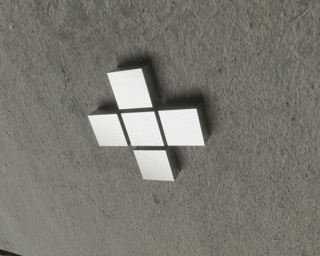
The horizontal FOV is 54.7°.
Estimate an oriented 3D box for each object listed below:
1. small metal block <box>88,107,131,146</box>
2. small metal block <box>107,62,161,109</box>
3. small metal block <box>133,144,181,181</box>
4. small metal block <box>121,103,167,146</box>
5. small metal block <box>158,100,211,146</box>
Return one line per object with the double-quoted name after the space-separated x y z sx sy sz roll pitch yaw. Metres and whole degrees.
-0.068 -0.002 0.441 0.050 0.025 0.050 -2 118 28 "small metal block"
-0.032 -0.053 0.391 0.050 0.025 0.050 -2 118 28 "small metal block"
-0.003 0.046 0.437 0.050 0.025 0.050 -2 118 29 "small metal block"
-0.018 -0.004 0.414 0.050 0.025 0.050 -2 118 28 "small metal block"
0.031 -0.006 0.387 0.050 0.025 0.050 -2 118 28 "small metal block"
